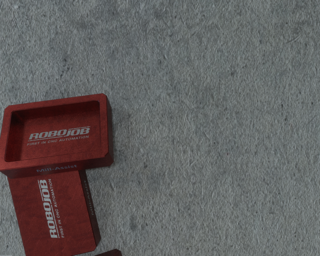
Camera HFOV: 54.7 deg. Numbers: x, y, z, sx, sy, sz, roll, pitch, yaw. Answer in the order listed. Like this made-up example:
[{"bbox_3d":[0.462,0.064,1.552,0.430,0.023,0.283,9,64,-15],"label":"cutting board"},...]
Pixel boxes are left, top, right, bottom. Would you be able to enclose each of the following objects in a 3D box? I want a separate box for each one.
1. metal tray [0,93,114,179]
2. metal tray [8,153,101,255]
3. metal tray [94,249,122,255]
[{"bbox_3d":[-0.127,0.009,0.386,0.131,0.030,0.090,-7,61,0],"label":"metal tray"},{"bbox_3d":[-0.138,0.102,0.406,0.091,0.030,0.129,-13,90,0],"label":"metal tray"},{"bbox_3d":[-0.078,0.238,0.407,0.090,0.030,0.129,-18,90,0],"label":"metal tray"}]
